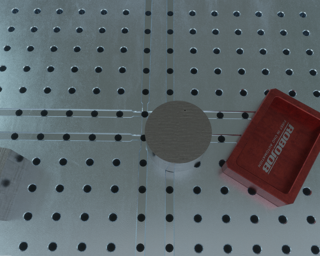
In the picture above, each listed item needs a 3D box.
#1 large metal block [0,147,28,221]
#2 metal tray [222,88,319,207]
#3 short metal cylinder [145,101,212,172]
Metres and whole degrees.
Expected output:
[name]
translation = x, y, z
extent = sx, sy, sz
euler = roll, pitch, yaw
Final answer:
[large metal block]
translation = -0.222, 0.063, 0.374
extent = 0.080, 0.050, 0.080
euler = 10, 70, 3
[metal tray]
translation = 0.152, 0.023, 0.401
extent = 0.090, 0.030, 0.130
euler = 32, 73, 11
[short metal cylinder]
translation = 0.022, 0.012, 0.394
extent = 0.081, 0.050, 0.080
euler = 0, 70, 0
